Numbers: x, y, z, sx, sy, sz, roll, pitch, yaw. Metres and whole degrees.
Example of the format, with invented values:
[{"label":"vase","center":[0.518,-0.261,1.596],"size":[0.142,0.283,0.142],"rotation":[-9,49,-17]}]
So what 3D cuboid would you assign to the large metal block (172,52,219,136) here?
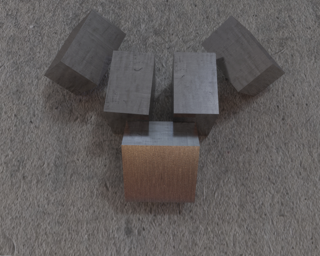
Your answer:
[{"label":"large metal block","center":[0.041,-0.040,0.395],"size":[0.050,0.080,0.080],"rotation":[1,70,0]}]

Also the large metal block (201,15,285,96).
[{"label":"large metal block","center":[0.111,-0.091,0.408],"size":[0.050,0.080,0.080],"rotation":[-41,71,25]}]

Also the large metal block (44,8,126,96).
[{"label":"large metal block","center":[-0.099,-0.095,0.404],"size":[0.050,0.080,0.080],"rotation":[34,69,-27]}]

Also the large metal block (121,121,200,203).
[{"label":"large metal block","center":[0.001,0.039,0.359],"size":[0.081,0.079,0.050],"rotation":[1,31,0]}]

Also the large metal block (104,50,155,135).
[{"label":"large metal block","center":[-0.034,-0.040,0.395],"size":[0.050,0.080,0.080],"rotation":[5,70,1]}]
